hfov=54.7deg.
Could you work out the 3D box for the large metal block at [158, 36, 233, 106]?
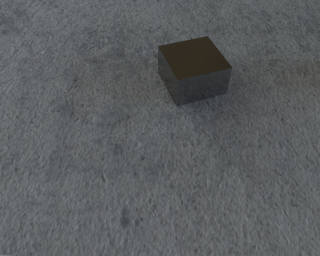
[{"bbox_3d":[0.048,-0.086,0.460,0.081,0.050,0.080,-15,52,-13],"label":"large metal block"}]
